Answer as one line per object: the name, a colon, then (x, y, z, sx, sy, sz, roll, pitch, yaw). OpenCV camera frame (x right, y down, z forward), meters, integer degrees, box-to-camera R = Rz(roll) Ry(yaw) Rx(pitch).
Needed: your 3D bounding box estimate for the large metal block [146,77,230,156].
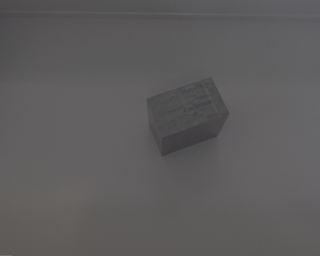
large metal block: (0.031, -0.011, 0.385, 0.080, 0.080, 0.050, -19, 71, -7)
